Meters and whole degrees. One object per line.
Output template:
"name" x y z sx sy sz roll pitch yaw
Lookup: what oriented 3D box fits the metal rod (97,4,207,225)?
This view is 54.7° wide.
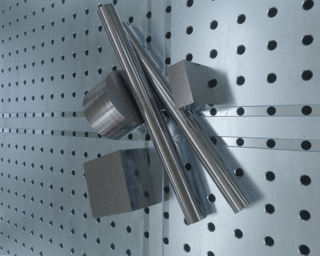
"metal rod" -0.014 -0.025 0.395 0.025 0.025 0.299 -30 79 36

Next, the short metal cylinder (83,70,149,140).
"short metal cylinder" -0.055 -0.030 0.417 0.050 0.081 0.080 -32 70 35

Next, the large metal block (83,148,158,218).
"large metal block" -0.058 0.078 0.438 0.080 0.050 0.080 -21 77 37

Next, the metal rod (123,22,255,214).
"metal rod" 0.017 -0.030 0.393 0.025 0.025 0.299 -47 62 29

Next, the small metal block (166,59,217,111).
"small metal block" 0.038 -0.048 0.361 0.025 0.050 0.050 -20 77 38
